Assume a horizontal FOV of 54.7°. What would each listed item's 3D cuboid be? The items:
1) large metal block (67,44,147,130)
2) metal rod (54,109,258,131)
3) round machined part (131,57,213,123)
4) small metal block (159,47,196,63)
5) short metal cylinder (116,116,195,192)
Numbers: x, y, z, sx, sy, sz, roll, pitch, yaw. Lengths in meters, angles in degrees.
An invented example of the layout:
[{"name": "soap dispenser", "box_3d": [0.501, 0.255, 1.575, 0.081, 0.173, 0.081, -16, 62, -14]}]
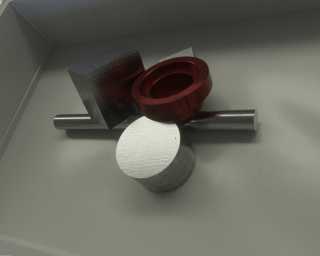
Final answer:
[{"name": "large metal block", "box_3d": [-0.063, -0.057, 0.416, 0.080, 0.080, 0.050, -36, 36, -25]}, {"name": "metal rod", "box_3d": [-0.025, -0.009, 0.419, 0.300, 0.025, 0.025, 0, 62, 27]}, {"name": "round machined part", "box_3d": [0.017, -0.044, 0.385, 0.098, 0.042, 0.098, -15, 39, 12]}, {"name": "small metal block", "box_3d": [0.029, -0.080, 0.437, 0.050, 0.025, 0.050, -19, 54, 16]}, {"name": "short metal cylinder", "box_3d": [-0.004, 0.030, 0.369, 0.080, 0.050, 0.080, -13, 56, 20]}]
